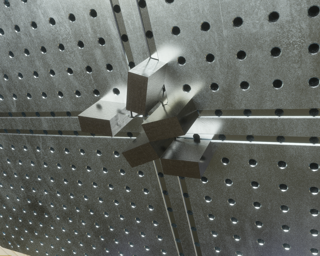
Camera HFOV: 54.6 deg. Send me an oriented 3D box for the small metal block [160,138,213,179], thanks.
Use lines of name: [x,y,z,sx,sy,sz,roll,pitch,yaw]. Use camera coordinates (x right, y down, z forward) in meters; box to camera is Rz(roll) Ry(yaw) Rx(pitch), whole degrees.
small metal block: [0.035,0.038,0.400,0.050,0.050,0.025,3,120,27]

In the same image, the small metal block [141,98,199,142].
small metal block: [0.013,-0.010,0.382,0.050,0.050,0.025,-12,112,33]

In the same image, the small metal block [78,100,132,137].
small metal block: [-0.075,-0.014,0.426,0.050,0.050,0.025,9,122,24]

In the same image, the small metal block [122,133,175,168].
small metal block: [-0.015,0.024,0.418,0.050,0.050,0.025,-23,106,36]

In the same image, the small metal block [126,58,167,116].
small metal block: [-0.016,-0.050,0.373,0.025,0.050,0.050,20,126,17]
